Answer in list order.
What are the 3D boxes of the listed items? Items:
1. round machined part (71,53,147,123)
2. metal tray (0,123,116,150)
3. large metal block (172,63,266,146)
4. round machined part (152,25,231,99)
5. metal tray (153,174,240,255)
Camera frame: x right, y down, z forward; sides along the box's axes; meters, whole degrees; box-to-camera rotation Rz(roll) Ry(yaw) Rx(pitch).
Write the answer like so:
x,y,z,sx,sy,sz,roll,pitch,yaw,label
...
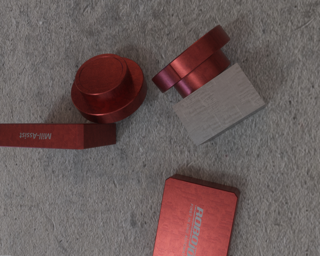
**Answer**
x,y,z,sx,sy,sz,roll,pitch,yaw,label
-0.069,-0.057,0.399,0.098,0.042,0.098,-6,57,9,round machined part
-0.137,0.009,0.420,0.130,0.090,0.030,0,92,19,metal tray
0.071,-0.024,0.354,0.080,0.080,0.050,-34,81,16,large metal block
0.042,-0.070,0.358,0.098,0.098,0.042,-37,96,16,round machined part
0.044,0.132,0.390,0.090,0.030,0.129,11,93,19,metal tray
